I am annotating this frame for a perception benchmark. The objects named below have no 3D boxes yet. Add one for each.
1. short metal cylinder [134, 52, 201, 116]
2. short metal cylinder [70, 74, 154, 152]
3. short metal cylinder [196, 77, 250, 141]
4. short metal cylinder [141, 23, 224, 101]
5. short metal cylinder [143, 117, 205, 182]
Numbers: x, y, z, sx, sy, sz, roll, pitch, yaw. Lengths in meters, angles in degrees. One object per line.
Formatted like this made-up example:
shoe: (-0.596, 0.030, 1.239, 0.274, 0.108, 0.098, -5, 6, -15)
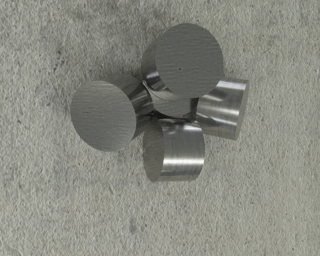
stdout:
short metal cylinder: (0.009, -0.054, 0.401, 0.081, 0.050, 0.079, 0, 90, -21)
short metal cylinder: (-0.054, -0.019, 0.356, 0.080, 0.050, 0.079, 6, 110, 19)
short metal cylinder: (0.083, -0.027, 0.407, 0.050, 0.080, 0.080, 13, 85, 19)
short metal cylinder: (0.024, -0.072, 0.353, 0.081, 0.050, 0.079, 0, 90, -21)
short metal cylinder: (0.015, 0.027, 0.386, 0.050, 0.080, 0.079, 2, 90, -20)
